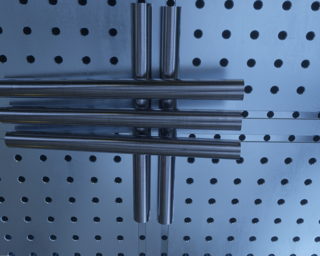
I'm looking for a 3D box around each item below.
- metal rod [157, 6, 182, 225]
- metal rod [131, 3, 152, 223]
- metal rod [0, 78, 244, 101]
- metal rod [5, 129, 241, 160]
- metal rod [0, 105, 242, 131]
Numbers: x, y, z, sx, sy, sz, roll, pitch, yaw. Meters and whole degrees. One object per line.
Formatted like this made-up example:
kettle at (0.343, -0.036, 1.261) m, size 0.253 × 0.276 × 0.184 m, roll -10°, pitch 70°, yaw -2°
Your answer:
metal rod at (0.011, -0.002, 0.413) m, size 0.025 × 0.025 × 0.298 m, roll 1°, pitch 110°, yaw -1°
metal rod at (-0.024, -0.005, 0.411) m, size 0.025 × 0.025 × 0.298 m, roll 1°, pitch 110°, yaw -1°
metal rod at (-0.055, -0.047, 0.373) m, size 0.302 × 0.025 × 0.025 m, roll 1°, pitch 110°, yaw 7°
metal rod at (-0.052, 0.020, 0.398) m, size 0.302 × 0.025 × 0.025 m, roll 2°, pitch 110°, yaw 7°
metal rod at (-0.054, -0.013, 0.386) m, size 0.302 × 0.025 × 0.025 m, roll 2°, pitch 110°, yaw 7°
